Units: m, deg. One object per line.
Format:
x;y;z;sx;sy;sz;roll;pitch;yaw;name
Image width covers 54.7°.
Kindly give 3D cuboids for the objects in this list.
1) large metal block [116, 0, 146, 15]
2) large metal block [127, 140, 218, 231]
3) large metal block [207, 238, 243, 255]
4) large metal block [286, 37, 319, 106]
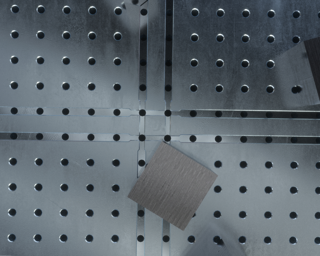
-0.049;-0.201;0.385;0.050;0.080;0.080;-39;91;0;large metal block
0.016;0.071;0.401;0.080;0.050;0.080;32;90;-1;large metal block
0.079;0.199;0.387;0.050;0.080;0.080;40;90;-1;large metal block
0.225;-0.079;0.404;0.080;0.050;0.080;-15;90;-1;large metal block
